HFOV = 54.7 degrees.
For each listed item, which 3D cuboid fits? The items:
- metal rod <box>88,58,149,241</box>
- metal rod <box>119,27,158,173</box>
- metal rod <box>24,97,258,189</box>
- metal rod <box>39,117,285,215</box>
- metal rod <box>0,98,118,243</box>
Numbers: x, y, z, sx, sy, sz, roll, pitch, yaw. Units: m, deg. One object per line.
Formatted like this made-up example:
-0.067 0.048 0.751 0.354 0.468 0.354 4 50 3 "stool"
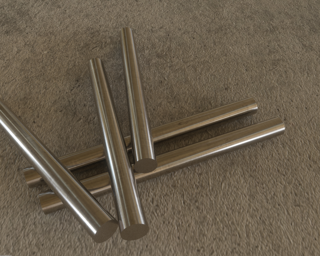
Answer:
-0.061 -0.004 0.376 0.025 0.025 0.300 -12 42 -10 "metal rod"
-0.037 -0.062 0.434 0.025 0.025 0.300 -6 44 -5 "metal rod"
-0.012 0.013 0.391 0.302 0.025 0.025 -18 52 -15 "metal rod"
0.015 0.039 0.369 0.302 0.025 0.025 -17 52 -14 "metal rod"
-0.148 0.021 0.355 0.025 0.025 0.300 -36 50 -26 "metal rod"
